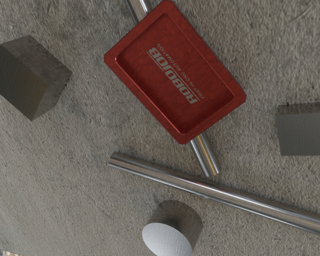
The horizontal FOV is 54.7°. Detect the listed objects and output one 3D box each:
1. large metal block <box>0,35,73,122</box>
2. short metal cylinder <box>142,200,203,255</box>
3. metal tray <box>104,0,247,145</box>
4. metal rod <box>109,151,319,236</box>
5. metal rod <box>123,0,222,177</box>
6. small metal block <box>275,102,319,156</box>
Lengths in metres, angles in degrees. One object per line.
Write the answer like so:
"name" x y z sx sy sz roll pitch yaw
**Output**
"large metal block" -0.185 -0.070 0.442 0.080 0.050 0.080 41 129 -1
"short metal cylinder" 0.020 0.158 0.477 0.080 0.050 0.079 13 124 20
"metal tray" 0.017 -0.056 0.331 0.090 0.030 0.130 -38 104 18
"metal rod" 0.067 0.084 0.422 0.301 0.025 0.025 15 125 19
"metal rod" 0.006 -0.072 0.357 0.025 0.025 0.299 -14 112 33
"small metal block" 0.153 0.002 0.327 0.050 0.025 0.050 -3 117 29
